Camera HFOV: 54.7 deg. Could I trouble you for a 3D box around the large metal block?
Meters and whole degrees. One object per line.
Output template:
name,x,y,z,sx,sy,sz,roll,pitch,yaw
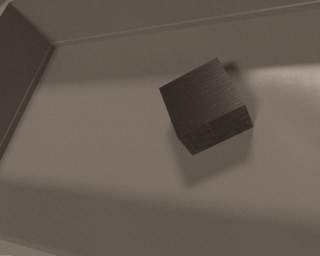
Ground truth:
large metal block,0.054,-0.026,0.376,0.080,0.050,0.080,-27,53,11
